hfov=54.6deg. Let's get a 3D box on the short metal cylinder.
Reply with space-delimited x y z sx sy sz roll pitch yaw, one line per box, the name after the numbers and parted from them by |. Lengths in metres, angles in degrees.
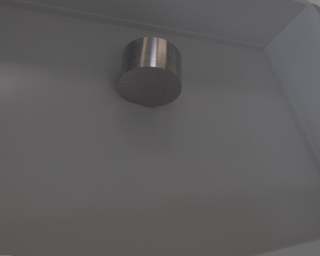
-0.012 -0.072 0.407 0.081 0.080 0.050 15 56 -20 | short metal cylinder
